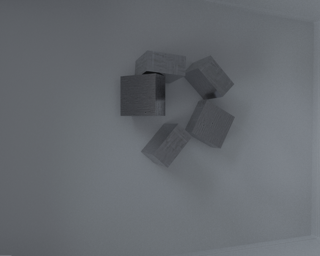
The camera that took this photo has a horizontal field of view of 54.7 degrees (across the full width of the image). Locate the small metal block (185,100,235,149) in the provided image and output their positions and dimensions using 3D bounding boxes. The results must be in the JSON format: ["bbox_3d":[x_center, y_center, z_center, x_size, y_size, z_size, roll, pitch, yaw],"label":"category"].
[{"bbox_3d":[0.070,-0.005,0.438,0.050,0.025,0.050,29,80,-18],"label":"small metal block"}]

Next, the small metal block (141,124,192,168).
[{"bbox_3d":[0.007,0.021,0.401,0.025,0.050,0.050,43,76,-15],"label":"small metal block"}]

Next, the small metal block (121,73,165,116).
[{"bbox_3d":[-0.021,-0.040,0.388,0.025,0.050,0.050,-1,91,-62],"label":"small metal block"}]

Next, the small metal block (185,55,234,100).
[{"bbox_3d":[0.064,-0.067,0.422,0.050,0.050,0.025,47,76,-15],"label":"small metal block"}]

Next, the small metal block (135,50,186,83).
[{"bbox_3d":[-0.001,-0.077,0.397,0.050,0.050,0.025,4,86,-21],"label":"small metal block"}]
